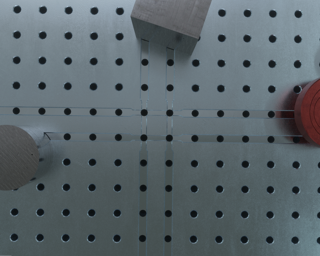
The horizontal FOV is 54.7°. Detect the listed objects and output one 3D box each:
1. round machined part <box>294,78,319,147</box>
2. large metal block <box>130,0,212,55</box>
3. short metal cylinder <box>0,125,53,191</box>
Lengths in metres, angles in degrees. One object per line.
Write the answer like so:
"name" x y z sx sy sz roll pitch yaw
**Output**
"round machined part" 0.225 -0.020 0.407 0.099 0.042 0.097 0 90 0
"large metal block" 0.013 -0.136 0.386 0.080 0.080 0.050 18 90 0
"short metal cylinder" -0.186 0.036 0.399 0.081 0.050 0.079 0 90 0
